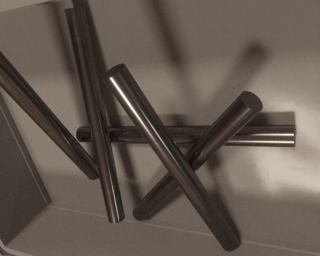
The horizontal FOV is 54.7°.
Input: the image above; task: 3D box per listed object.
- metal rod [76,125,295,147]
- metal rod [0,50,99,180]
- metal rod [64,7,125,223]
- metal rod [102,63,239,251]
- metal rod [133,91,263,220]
[{"bbox_3d":[0.013,0.009,0.406,0.300,0.025,0.025,0,118,28],"label":"metal rod"},{"bbox_3d":[-0.149,-0.014,0.399,0.025,0.025,0.299,7,146,24],"label":"metal rod"},{"bbox_3d":[-0.084,-0.004,0.420,0.025,0.025,0.298,2,111,27],"label":"metal rod"},{"bbox_3d":[0.028,0.055,0.364,0.025,0.025,0.299,-12,126,33],"label":"metal rod"},{"bbox_3d":[0.027,0.057,0.404,0.025,0.025,0.298,38,136,2],"label":"metal rod"}]
